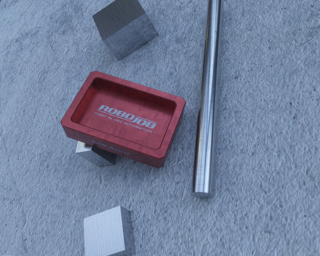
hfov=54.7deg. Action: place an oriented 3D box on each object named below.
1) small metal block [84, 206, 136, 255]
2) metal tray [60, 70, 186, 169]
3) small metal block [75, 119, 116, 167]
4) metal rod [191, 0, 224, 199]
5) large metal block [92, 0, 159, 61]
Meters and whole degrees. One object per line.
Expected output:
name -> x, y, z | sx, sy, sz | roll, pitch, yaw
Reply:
small metal block -> -0.059, 0.124, 0.357 | 0.050, 0.025, 0.050 | -23, 53, 14
metal tray -> -0.043, -0.013, 0.388 | 0.131, 0.030, 0.090 | 18, 61, 7
small metal block -> -0.083, 0.019, 0.417 | 0.025, 0.050, 0.050 | -10, 57, 25
metal rod -> 0.065, -0.058, 0.404 | 0.025, 0.025, 0.299 | -6, 59, 25
large metal block -> -0.059, -0.173, 0.523 | 0.080, 0.050, 0.080 | -31, 52, 8
